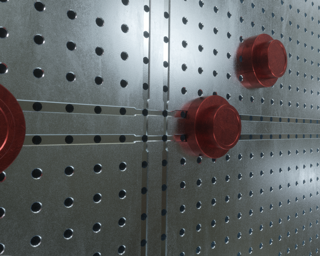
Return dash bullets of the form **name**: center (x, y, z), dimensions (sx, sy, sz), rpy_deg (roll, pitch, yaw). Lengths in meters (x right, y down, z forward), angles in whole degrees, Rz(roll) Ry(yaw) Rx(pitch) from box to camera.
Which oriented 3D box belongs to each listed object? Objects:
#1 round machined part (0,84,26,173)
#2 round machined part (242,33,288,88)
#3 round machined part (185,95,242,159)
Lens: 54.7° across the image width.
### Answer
- **round machined part**: center (-0.164, 0.001, 0.261), dimensions (0.099, 0.042, 0.097), rpy_deg (0, 90, -40)
- **round machined part**: center (0.197, -0.124, 0.566), dimensions (0.099, 0.042, 0.097), rpy_deg (0, 90, -40)
- **round machined part**: center (0.088, -0.002, 0.474), dimensions (0.099, 0.042, 0.097), rpy_deg (0, 90, -40)
